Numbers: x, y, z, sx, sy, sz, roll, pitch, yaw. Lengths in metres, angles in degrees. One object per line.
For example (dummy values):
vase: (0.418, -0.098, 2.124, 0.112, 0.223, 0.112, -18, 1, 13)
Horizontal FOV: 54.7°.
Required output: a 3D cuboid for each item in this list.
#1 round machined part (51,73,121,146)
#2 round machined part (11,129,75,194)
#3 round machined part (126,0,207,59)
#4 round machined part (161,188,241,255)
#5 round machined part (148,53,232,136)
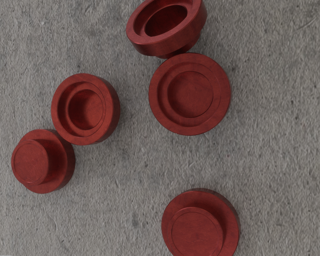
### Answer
round machined part: (-0.099, -0.025, 0.435, 0.098, 0.042, 0.097, 0, 90, 20)
round machined part: (-0.181, 0.050, 0.464, 0.098, 0.042, 0.097, 0, 90, 20)
round machined part: (0.011, -0.124, 0.380, 0.098, 0.042, 0.098, -15, 52, 20)
round machined part: (0.048, 0.127, 0.383, 0.098, 0.042, 0.097, 0, 90, 20)
round machined part: (0.039, -0.041, 0.382, 0.098, 0.042, 0.097, 2, 97, 17)
